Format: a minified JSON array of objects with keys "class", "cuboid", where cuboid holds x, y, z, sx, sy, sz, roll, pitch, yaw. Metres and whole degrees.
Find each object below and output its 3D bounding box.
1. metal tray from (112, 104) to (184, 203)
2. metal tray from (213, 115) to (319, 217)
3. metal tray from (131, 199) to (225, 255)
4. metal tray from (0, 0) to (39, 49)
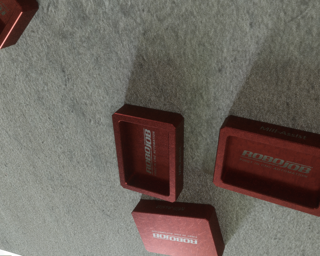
[{"class":"metal tray","cuboid":[-0.014,0.036,0.431,0.090,0.030,0.129,11,123,21]},{"class":"metal tray","cuboid":[0.132,0.043,0.359,0.130,0.030,0.089,14,124,20]},{"class":"metal tray","cuboid":[0.028,0.160,0.487,0.130,0.030,0.089,-3,117,29]},{"class":"metal tray","cuboid":[-0.232,-0.183,0.409,0.090,0.030,0.130,-33,101,38]}]
